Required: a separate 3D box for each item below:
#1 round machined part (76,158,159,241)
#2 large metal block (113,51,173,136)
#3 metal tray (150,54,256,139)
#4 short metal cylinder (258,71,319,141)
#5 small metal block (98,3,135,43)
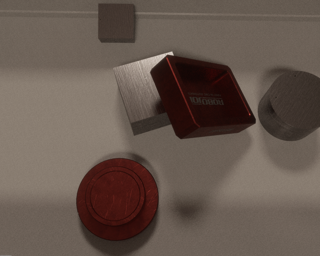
[{"bbox_3d":[-0.051,0.083,0.370,0.099,0.042,0.098,0,70,-1],"label":"round machined part"},{"bbox_3d":[-0.010,-0.045,0.413,0.081,0.050,0.080,-17,71,-7],"label":"large metal block"},{"bbox_3d":[0.057,-0.037,0.377,0.131,0.030,0.090,-4,66,-46],"label":"metal tray"},{"bbox_3d":[0.177,-0.028,0.409,0.081,0.050,0.080,0,70,0],"label":"short metal cylinder"},{"bbox_3d":[-0.064,-0.154,0.457,0.050,0.025,0.050,1,90,0],"label":"small metal block"}]
